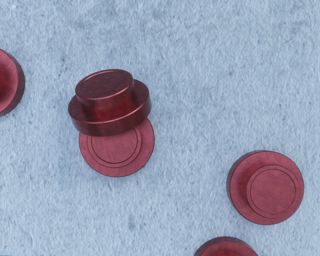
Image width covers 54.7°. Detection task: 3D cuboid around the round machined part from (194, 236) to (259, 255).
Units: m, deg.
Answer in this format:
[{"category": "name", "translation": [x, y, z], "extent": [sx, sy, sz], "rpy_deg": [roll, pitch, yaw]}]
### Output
[{"category": "round machined part", "translation": [0.090, 0.197, 0.403], "extent": [0.099, 0.042, 0.097], "rpy_deg": [0, 90, -1]}]

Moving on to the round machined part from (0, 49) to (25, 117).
[{"category": "round machined part", "translation": [-0.232, -0.061, 0.398], "extent": [0.099, 0.042, 0.097], "rpy_deg": [0, 90, -1]}]

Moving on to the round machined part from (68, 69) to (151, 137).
[{"category": "round machined part", "translation": [-0.062, -0.037, 0.371], "extent": [0.099, 0.098, 0.042], "rpy_deg": [-11, 128, -1]}]

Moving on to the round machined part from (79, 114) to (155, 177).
[{"category": "round machined part", "translation": [-0.056, 0.016, 0.401], "extent": [0.099, 0.042, 0.097], "rpy_deg": [0, 90, -1]}]

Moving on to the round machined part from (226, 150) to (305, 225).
[{"category": "round machined part", "translation": [0.140, 0.079, 0.403], "extent": [0.099, 0.042, 0.097], "rpy_deg": [0, 90, -1]}]
